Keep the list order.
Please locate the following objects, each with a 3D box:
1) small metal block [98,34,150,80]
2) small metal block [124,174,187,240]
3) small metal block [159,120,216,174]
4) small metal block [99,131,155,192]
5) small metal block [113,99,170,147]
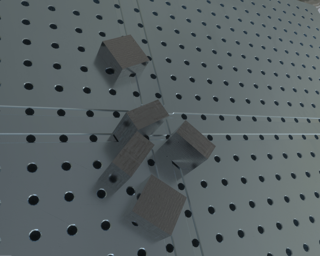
[{"bbox_3d":[-0.052,-0.102,0.444,0.050,0.025,0.050,-27,77,-37],"label":"small metal block"},{"bbox_3d":[-0.004,0.090,0.352,0.050,0.025,0.050,34,51,-6],"label":"small metal block"},{"bbox_3d":[0.034,0.025,0.397,0.050,0.050,0.025,41,51,-1],"label":"small metal block"},{"bbox_3d":[-0.038,0.038,0.350,0.025,0.050,0.050,39,51,-3],"label":"small metal block"},{"bbox_3d":[-0.024,-0.005,0.384,0.050,0.050,0.025,-26,76,-37],"label":"small metal block"}]
